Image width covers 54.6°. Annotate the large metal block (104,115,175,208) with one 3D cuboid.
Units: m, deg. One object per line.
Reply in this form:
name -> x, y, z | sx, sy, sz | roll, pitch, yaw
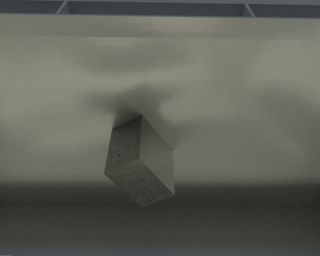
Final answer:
large metal block -> -0.024, 0.044, 0.410 | 0.050, 0.080, 0.080 | -25, 126, 20
